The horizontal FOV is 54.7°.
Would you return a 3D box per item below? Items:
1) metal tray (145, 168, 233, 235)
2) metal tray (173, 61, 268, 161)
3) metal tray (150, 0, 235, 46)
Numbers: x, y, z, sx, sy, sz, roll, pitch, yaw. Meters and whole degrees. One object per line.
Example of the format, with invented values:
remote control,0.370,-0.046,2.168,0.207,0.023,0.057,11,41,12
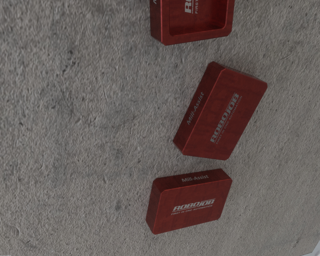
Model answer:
metal tray,0.047,0.118,0.502,0.131,0.030,0.089,-4,120,-27
metal tray,0.084,-0.019,0.438,0.091,0.030,0.129,11,113,-33
metal tray,0.035,-0.159,0.324,0.091,0.030,0.129,-15,125,-20
